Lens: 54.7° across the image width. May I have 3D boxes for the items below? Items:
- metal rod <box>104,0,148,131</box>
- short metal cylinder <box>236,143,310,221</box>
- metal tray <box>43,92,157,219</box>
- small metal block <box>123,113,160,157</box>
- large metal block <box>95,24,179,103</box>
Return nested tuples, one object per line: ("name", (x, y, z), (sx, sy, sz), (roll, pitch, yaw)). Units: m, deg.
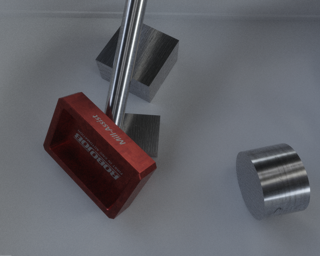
("metal rod", (-0.033, -0.127, 0.370), (0.025, 0.025, 0.298), (12, 95, 4))
("short metal cylinder", (0.127, 0.061, 0.360), (0.050, 0.080, 0.080), (-11, 71, -4))
("metal tray", (-0.075, 0.032, 0.362), (0.130, 0.089, 0.030), (43, 37, 13))
("small metal block", (-0.026, 0.010, 0.406), (0.050, 0.025, 0.050), (4, 70, 1))
("large metal block", (-0.029, -0.094, 0.431), (0.080, 0.050, 0.080), (28, 72, 9))
